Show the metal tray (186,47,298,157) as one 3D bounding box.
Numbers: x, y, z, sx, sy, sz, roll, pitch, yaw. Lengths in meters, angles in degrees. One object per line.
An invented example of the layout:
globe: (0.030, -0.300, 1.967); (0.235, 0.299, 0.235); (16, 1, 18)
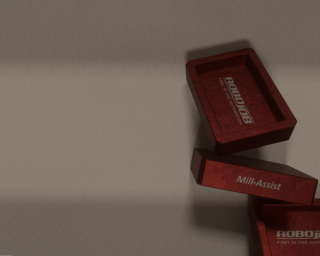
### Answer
metal tray: (0.091, -0.036, 0.373); (0.091, 0.030, 0.130); (-13, 55, -3)

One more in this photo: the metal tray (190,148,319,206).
metal tray: (0.107, 0.056, 0.379); (0.131, 0.090, 0.030); (11, 94, -1)

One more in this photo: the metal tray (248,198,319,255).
metal tray: (0.185, 0.135, 0.386); (0.131, 0.030, 0.090); (0, 51, -1)
